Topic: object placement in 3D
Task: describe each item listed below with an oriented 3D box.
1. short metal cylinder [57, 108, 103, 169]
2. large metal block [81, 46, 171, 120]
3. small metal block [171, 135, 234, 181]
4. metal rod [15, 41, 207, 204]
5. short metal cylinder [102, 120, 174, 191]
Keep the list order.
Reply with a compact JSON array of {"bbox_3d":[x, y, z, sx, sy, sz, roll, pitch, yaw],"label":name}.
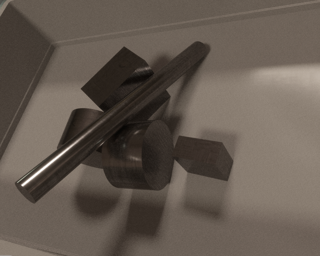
[{"bbox_3d":[-0.085,0.016,0.404,0.080,0.080,0.050,1,62,28],"label":"short metal cylinder"},{"bbox_3d":[-0.044,-0.048,0.421,0.080,0.080,0.050,-46,51,-4],"label":"large metal block"},{"bbox_3d":[0.048,0.034,0.343,0.050,0.050,0.025,8,66,31],"label":"small metal block"},{"bbox_3d":[-0.030,-0.028,0.358,0.025,0.025,0.302,16,45,34],"label":"metal rod"},{"bbox_3d":[-0.023,0.031,0.362,0.050,0.080,0.080,-2,61,27],"label":"short metal cylinder"}]
